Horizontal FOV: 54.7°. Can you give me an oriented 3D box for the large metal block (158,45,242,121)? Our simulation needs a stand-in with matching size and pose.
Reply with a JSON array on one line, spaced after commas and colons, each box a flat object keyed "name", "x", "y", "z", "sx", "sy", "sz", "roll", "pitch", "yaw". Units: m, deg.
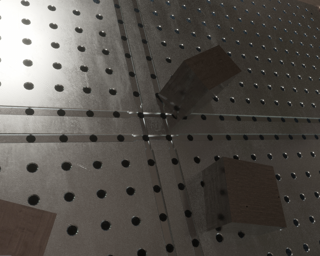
[{"name": "large metal block", "x": 0.056, "y": -0.064, "z": 0.444, "sx": 0.081, "sy": 0.080, "sz": 0.050, "roll": -32, "pitch": 80, "yaw": -38}]

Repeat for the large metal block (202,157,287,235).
[{"name": "large metal block", "x": 0.105, "y": 0.089, "z": 0.396, "sx": 0.081, "sy": 0.050, "sz": 0.080, "roll": 12, "pitch": 57, "yaw": -22}]

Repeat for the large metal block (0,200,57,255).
[{"name": "large metal block", "x": -0.136, "y": 0.092, "z": 0.244, "sx": 0.080, "sy": 0.080, "sz": 0.050, "roll": 20, "pitch": 54, "yaw": -17}]
